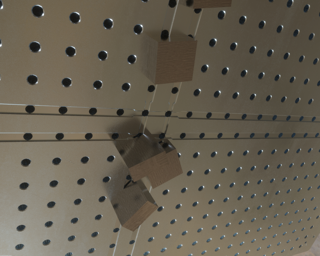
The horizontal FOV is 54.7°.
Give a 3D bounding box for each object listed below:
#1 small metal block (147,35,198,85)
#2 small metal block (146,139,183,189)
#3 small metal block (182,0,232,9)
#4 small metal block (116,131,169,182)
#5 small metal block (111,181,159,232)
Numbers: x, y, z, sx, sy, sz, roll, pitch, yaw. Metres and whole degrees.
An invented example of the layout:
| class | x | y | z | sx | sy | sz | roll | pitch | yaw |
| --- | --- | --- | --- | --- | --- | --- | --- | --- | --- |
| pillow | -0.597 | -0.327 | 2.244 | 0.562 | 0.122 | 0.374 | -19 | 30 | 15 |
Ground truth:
| class | x | y | z | sx | sy | sz | roll | pitch | yaw |
| --- | --- | --- | --- | --- | --- | --- | --- | --- | --- |
| small metal block | 0.014 | -0.082 | 0.369 | 0.050 | 0.025 | 0.050 | -9 | 123 | -24 |
| small metal block | 0.001 | 0.052 | 0.446 | 0.050 | 0.025 | 0.050 | -26 | 128 | -12 |
| small metal block | 0.054 | -0.162 | 0.342 | 0.050 | 0.025 | 0.050 | -12 | 124 | -22 |
| small metal block | -0.024 | 0.036 | 0.406 | 0.050 | 0.050 | 0.025 | -25 | 128 | -13 |
| small metal block | -0.037 | 0.110 | 0.444 | 0.050 | 0.050 | 0.025 | -45 | 130 | 3 |
